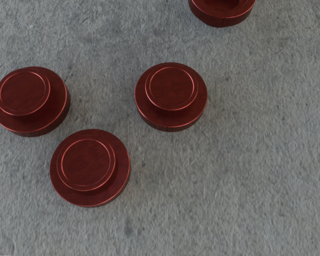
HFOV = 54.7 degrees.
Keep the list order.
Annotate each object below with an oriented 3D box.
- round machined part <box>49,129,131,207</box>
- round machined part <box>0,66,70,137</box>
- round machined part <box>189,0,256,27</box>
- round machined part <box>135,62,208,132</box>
[{"bbox_3d":[-0.087,0.046,0.381,0.099,0.042,0.098,0,70,-1],"label":"round machined part"},{"bbox_3d":[-0.174,-0.040,0.412,0.099,0.042,0.098,0,70,-1],"label":"round machined part"},{"bbox_3d":[0.092,-0.193,0.471,0.099,0.042,0.098,0,70,-1],"label":"round machined part"},{"bbox_3d":[0.015,-0.047,0.416,0.099,0.042,0.098,0,70,-1],"label":"round machined part"}]
